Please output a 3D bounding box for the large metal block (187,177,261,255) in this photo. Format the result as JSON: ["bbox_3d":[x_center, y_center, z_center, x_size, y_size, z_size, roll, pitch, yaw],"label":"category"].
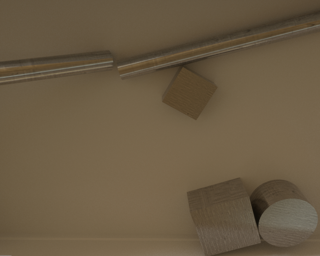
[{"bbox_3d":[0.091,0.128,0.447,0.080,0.050,0.080,-17,110,5],"label":"large metal block"}]

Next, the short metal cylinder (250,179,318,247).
[{"bbox_3d":[0.175,0.122,0.445,0.081,0.050,0.079,0,110,-1],"label":"short metal cylinder"}]

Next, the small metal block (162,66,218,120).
[{"bbox_3d":[0.037,-0.046,0.395,0.050,0.025,0.050,28,107,-11],"label":"small metal block"}]

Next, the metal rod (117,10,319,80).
[{"bbox_3d":[0.097,-0.105,0.372,0.302,0.025,0.025,-13,110,3],"label":"metal rod"}]

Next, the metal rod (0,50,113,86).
[{"bbox_3d":[-0.195,-0.052,0.316,0.303,0.025,0.025,-14,113,-26],"label":"metal rod"}]
